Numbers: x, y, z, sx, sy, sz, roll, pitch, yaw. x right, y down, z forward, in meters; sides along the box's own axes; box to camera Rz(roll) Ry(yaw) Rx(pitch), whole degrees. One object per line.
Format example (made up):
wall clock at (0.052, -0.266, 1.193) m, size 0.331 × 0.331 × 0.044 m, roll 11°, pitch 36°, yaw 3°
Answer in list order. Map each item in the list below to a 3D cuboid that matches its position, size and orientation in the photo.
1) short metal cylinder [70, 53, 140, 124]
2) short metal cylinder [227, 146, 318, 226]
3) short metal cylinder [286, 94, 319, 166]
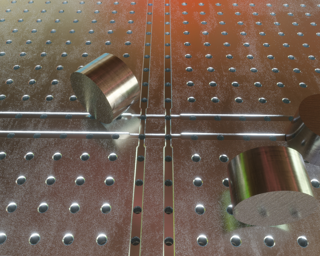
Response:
short metal cylinder at (-0.073, -0.052, 0.415) m, size 0.080 × 0.080 × 0.050 m, roll 33°, pitch 57°, yaw 24°
short metal cylinder at (0.113, 0.062, 0.321) m, size 0.081 × 0.080 × 0.050 m, roll 1°, pitch 50°, yaw 0°
short metal cylinder at (0.209, 0.002, 0.392) m, size 0.081 × 0.050 × 0.080 m, roll 0°, pitch 50°, yaw 0°
